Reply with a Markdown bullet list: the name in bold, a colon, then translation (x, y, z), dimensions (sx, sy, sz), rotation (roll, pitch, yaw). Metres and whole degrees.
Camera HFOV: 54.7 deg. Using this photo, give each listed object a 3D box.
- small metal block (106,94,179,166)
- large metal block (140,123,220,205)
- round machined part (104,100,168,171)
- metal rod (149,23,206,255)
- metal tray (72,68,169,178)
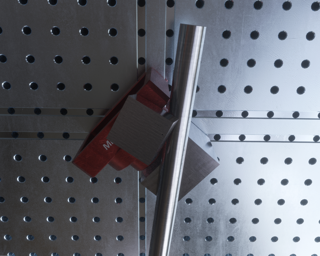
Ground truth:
- **small metal block**: translation (-0.017, 0.001, 0.309), dimensions (0.050, 0.025, 0.050), rotation (32, 106, 8)
- **large metal block**: translation (0.023, 0.039, 0.396), dimensions (0.050, 0.080, 0.080), rotation (41, 105, -14)
- **round machined part**: translation (-0.022, 0.014, 0.384), dimensions (0.042, 0.098, 0.098), rotation (41, 105, -14)
- **metal rod**: translation (0.013, 0.041, 0.343), dimensions (0.025, 0.025, 0.298), rotation (6, 110, -3)
- **metal tray**: translation (-0.045, -0.010, 0.374), dimensions (0.030, 0.090, 0.130), rotation (42, 105, -14)
